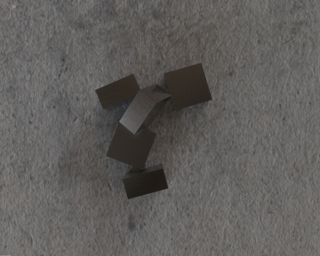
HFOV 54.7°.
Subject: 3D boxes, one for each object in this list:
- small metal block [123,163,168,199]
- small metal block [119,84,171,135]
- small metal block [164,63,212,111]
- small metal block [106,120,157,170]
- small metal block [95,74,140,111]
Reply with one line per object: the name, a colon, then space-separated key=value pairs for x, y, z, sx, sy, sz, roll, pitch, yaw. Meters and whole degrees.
small metal block: x=-0.018 y=0.067 z=0.397 sx=0.050 sy=0.050 sz=0.025 roll=-15 pitch=90 yaw=0
small metal block: x=-0.018 y=-0.025 z=0.387 sx=0.025 sy=0.050 sz=0.050 roll=40 pitch=117 yaw=8
small metal block: x=0.036 y=-0.053 z=0.410 sx=0.050 sy=0.025 sz=0.050 roll=-16 pitch=90 yaw=-1
small metal block: x=-0.037 y=0.021 z=0.410 sx=0.050 sy=0.025 sz=0.050 roll=21 pitch=90 yaw=-1
small metal block: x=-0.050 y=-0.044 z=0.397 sx=0.050 sy=0.050 sz=0.025 roll=-24 pitch=90 yaw=0
